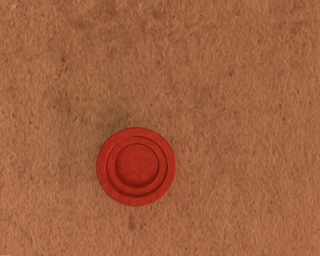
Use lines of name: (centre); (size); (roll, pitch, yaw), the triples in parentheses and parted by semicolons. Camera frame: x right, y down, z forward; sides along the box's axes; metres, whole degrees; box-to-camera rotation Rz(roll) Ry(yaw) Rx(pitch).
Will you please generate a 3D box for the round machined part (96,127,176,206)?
round machined part: (-0.029, 0.048, 0.401); (0.099, 0.042, 0.097); (0, 90, -1)
